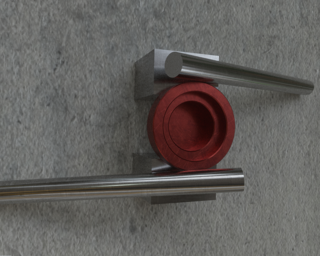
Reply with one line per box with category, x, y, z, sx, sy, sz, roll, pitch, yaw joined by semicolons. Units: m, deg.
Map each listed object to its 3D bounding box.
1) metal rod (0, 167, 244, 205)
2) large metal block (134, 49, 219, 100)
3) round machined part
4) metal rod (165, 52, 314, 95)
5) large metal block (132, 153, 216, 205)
metal rod;-0.066;0.063;0.328;0.302;0.025;0.025;-4;92;2
large metal block;0.017;-0.061;0.388;0.081;0.080;0.050;1;90;-20
round machined part;0.032;-0.002;0.351;0.099;0.042;0.097;0;90;-21
metal rod;0.125;-0.063;0.401;0.302;0.025;0.025;-1;91;-42
large metal block;0.015;0.059;0.387;0.081;0.080;0.050;1;90;-20
